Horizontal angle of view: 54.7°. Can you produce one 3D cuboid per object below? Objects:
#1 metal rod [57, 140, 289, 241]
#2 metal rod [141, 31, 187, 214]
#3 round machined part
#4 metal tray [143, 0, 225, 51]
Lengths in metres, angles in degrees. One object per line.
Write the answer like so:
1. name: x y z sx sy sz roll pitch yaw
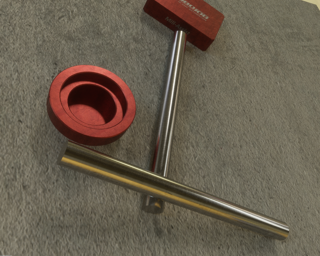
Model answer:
1. metal rod: 0.035 0.079 0.348 0.302 0.025 0.025 24 52 -24
2. metal rod: 0.012 -0.030 0.430 0.025 0.025 0.300 21 54 -16
3. round machined part: -0.082 -0.022 0.364 0.099 0.042 0.098 14 56 -21
4. metal tray: 0.046 -0.205 0.552 0.130 0.030 0.090 32 51 -8
